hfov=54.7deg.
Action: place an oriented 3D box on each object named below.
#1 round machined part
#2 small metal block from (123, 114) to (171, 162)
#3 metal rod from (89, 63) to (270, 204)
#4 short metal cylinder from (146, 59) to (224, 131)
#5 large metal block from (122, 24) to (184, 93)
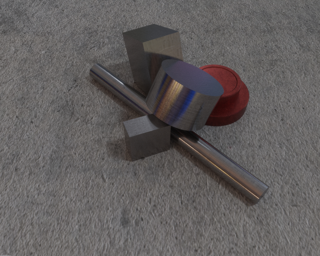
[{"bbox_3d":[0.077,-0.053,0.438,0.099,0.042,0.098,0,50,0],"label":"round machined part"},{"bbox_3d":[-0.016,0.011,0.380,0.050,0.050,0.025,-16,52,-14],"label":"small metal block"},{"bbox_3d":[0.008,-0.007,0.411,0.300,0.025,0.025,38,59,27],"label":"metal rod"},{"bbox_3d":[0.029,-0.041,0.375,0.080,0.050,0.080,19,31,-12],"label":"short metal cylinder"},{"bbox_3d":[-0.008,-0.095,0.435,0.050,0.080,0.080,-22,32,-16],"label":"large metal block"}]
